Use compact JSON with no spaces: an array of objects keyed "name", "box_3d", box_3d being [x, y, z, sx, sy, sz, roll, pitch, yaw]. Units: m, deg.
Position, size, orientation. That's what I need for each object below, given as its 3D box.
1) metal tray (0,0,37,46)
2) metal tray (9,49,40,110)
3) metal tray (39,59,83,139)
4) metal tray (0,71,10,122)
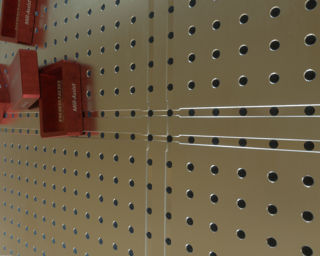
[{"name":"metal tray","box_3d":[-0.302,-0.245,0.657,0.090,0.030,0.129,18,101,38]},{"name":"metal tray","box_3d":[-0.268,-0.090,0.608,0.130,0.030,0.090,-14,81,55]},{"name":"metal tray","box_3d":[-0.180,-0.048,0.556,0.090,0.030,0.129,-6,86,40]},{"name":"metal tray","box_3d":[-0.406,-0.084,0.744,0.090,0.030,0.130,-45,63,31]}]
